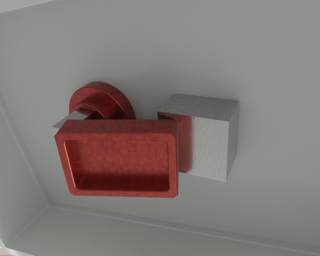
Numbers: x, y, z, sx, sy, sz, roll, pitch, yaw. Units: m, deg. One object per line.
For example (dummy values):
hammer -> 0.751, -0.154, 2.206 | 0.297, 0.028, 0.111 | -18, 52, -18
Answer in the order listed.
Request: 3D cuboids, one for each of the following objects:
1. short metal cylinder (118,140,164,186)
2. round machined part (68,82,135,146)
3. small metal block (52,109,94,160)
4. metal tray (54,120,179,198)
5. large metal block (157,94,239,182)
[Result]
short metal cylinder -> -0.027, 0.048, 0.418 | 0.080, 0.050, 0.079 | 6, 132, 7
round machined part -> -0.087, -0.012, 0.432 | 0.098, 0.042, 0.097 | 13, 124, 20
small metal block -> -0.107, 0.010, 0.397 | 0.025, 0.050, 0.050 | 12, 123, 21
metal tray -> -0.045, 0.036, 0.357 | 0.131, 0.030, 0.089 | 0, 121, 6
large metal block -> 0.047, 0.010, 0.369 | 0.080, 0.050, 0.079 | 9, 123, 23
